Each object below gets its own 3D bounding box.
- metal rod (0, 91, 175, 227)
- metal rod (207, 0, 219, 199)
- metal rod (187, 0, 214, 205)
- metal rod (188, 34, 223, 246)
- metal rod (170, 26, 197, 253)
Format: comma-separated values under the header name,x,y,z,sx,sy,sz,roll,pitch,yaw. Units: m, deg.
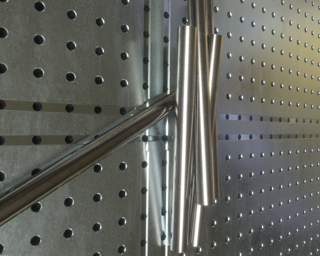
name,x,y,z,sx,sy,sz,roll,pitch,yaw
metal rod,-0.052,0.012,0.366,0.302,0.025,0.025,-34,112,-35
metal rod,0.073,-0.042,0.473,0.025,0.025,0.298,-4,93,-40
metal rod,0.054,-0.048,0.416,0.025,0.025,0.298,-3,91,-40
metal rod,0.063,0.020,0.443,0.025,0.025,0.298,2,95,-40
metal rod,0.030,0.021,0.412,0.025,0.025,0.298,-6,102,-40
